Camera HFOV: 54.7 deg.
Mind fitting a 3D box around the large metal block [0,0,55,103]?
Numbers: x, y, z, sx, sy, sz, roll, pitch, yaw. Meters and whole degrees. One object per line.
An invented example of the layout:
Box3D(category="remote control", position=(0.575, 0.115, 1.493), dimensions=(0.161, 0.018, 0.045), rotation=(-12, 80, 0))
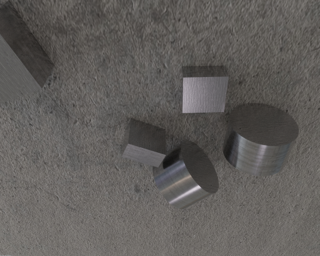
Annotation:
Box3D(category="large metal block", position=(-0.175, -0.074, 0.326), dimensions=(0.080, 0.050, 0.080), rotation=(-17, 128, 13))

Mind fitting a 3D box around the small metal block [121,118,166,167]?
Box3D(category="small metal block", position=(-0.020, 0.019, 0.407), dimensions=(0.050, 0.050, 0.025), rotation=(18, 128, -15))

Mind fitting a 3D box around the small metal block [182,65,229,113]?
Box3D(category="small metal block", position=(0.052, -0.046, 0.369), dimensions=(0.050, 0.025, 0.050), rotation=(-1, 130, 1))

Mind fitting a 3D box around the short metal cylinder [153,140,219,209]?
Box3D(category="short metal cylinder", position=(0.036, 0.064, 0.426), dimensions=(0.050, 0.080, 0.080), rotation=(-36, 122, 26))

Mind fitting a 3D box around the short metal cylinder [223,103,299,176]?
Box3D(category="short metal cylinder", position=(0.122, 0.013, 0.383), dimensions=(0.081, 0.080, 0.050), rotation=(1, 130, -2))
